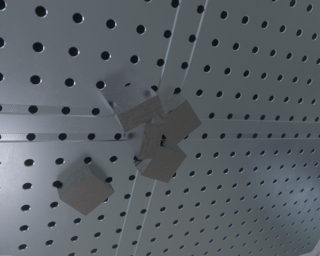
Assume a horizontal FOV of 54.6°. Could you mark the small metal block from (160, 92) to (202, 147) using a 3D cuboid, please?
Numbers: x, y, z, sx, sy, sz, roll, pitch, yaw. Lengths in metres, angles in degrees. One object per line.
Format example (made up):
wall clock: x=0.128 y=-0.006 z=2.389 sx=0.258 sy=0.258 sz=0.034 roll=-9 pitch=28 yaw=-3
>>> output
small metal block: x=0.021 y=-0.011 z=0.415 sx=0.050 sy=0.025 sz=0.050 roll=-39 pitch=129 yaw=-2

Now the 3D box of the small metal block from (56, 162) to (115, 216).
small metal block: x=-0.097 y=0.081 z=0.408 sx=0.050 sy=0.025 sz=0.050 roll=-40 pitch=129 yaw=-1

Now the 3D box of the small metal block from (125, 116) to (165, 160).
small metal block: x=-0.020 y=0.004 z=0.386 sx=0.025 sy=0.050 sz=0.050 roll=-3 pitch=120 yaw=-27

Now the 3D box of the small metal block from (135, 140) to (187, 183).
small metal block: x=0.001 y=0.046 z=0.439 sx=0.050 sy=0.025 sz=0.050 roll=23 pitch=106 yaw=-37

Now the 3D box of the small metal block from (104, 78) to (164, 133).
small metal block: x=-0.031 y=-0.028 z=0.361 sx=0.050 sy=0.050 sz=0.025 roll=-28 pitch=128 yaw=-10
